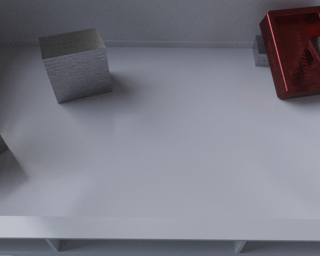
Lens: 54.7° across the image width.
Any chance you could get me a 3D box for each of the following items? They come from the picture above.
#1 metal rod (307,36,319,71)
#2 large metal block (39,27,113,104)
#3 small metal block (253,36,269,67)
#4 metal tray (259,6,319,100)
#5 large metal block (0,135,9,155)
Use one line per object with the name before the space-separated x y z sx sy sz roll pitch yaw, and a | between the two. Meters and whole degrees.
metal rod | 0.211 -0.031 0.344 0.025 0.025 0.300 7 40 5
large metal block | -0.118 -0.088 0.442 0.081 0.080 0.050 -15 52 -12
small metal block | 0.184 -0.127 0.514 0.050 0.025 0.050 4 50 3
metal tray | 0.210 -0.113 0.461 0.091 0.030 0.129 -8 79 -7
large metal block | -0.241 -0.003 0.369 0.080 0.080 0.050 30 56 22
